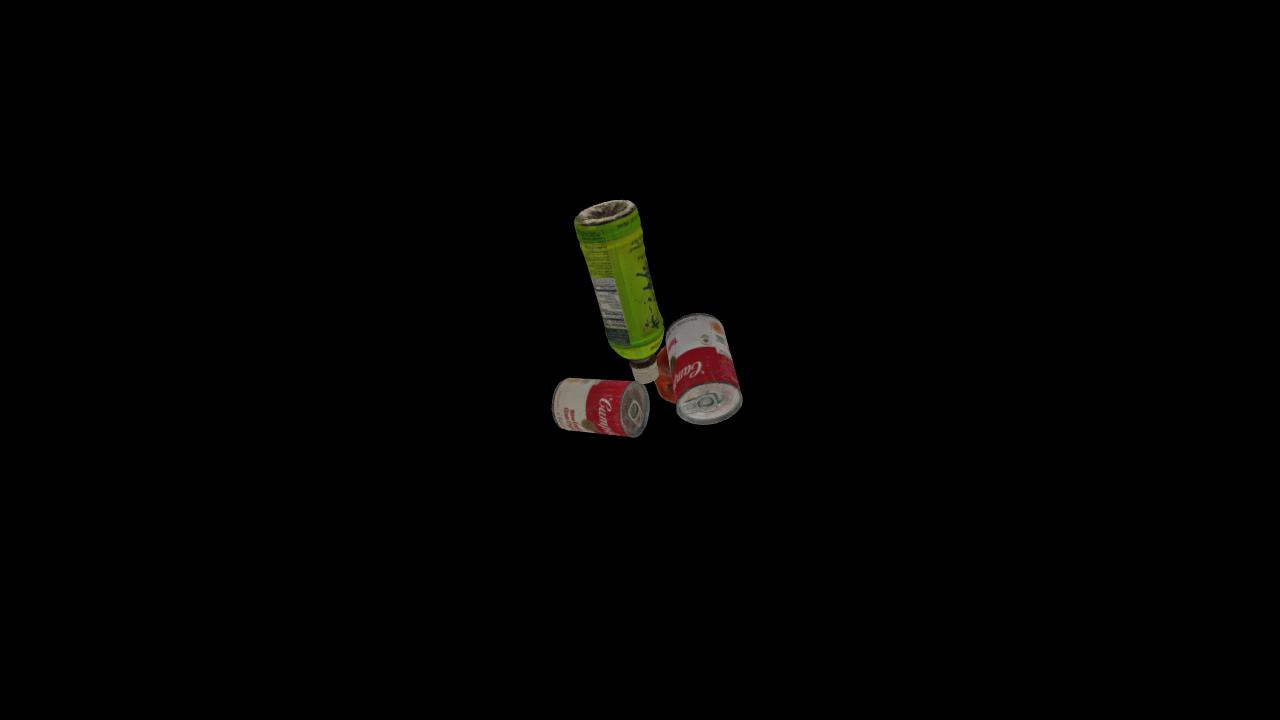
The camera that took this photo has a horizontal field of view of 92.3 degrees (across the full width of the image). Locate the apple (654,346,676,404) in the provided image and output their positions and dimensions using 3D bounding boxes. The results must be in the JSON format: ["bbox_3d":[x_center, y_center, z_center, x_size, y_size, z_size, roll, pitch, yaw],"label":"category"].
[{"bbox_3d":[0.057,0.011,0.759,0.079,0.079,0.093,0,33,37],"label":"apple"}]

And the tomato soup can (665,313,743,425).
[{"bbox_3d":[0.065,0.007,0.644,0.068,0.101,0.068,-4,-42,-3],"label":"tomato soup can"}]

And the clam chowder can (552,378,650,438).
[{"bbox_3d":[-0.048,0.056,0.750,0.102,0.068,0.068,2,1,30],"label":"clam chowder can"}]

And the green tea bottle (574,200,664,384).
[{"bbox_3d":[-0.015,-0.067,0.687,0.073,0.212,0.073,-9,31,6],"label":"green tea bottle"}]
